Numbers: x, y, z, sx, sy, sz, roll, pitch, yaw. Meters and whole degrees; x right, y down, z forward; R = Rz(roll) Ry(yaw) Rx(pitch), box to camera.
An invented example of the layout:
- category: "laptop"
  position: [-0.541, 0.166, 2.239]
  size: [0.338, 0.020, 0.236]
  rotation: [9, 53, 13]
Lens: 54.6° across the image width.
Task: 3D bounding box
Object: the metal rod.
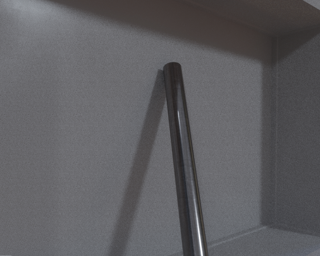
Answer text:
- category: "metal rod"
  position: [0.029, 0.050, 0.352]
  size: [0.025, 0.025, 0.299]
  rotation: [19, 54, -38]
